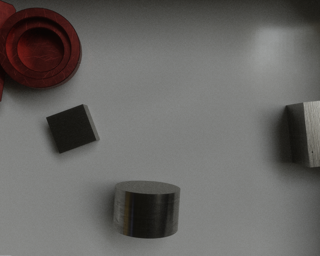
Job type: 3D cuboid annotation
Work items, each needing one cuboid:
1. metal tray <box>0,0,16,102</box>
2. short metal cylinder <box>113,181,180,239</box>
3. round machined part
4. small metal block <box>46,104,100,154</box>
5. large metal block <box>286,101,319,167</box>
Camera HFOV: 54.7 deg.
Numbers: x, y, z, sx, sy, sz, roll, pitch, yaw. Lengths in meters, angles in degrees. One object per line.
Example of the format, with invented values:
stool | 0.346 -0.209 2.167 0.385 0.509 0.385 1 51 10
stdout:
metal tray | -0.237 -0.100 0.378 0.091 0.030 0.129 9 90 -45
short metal cylinder | -0.016 0.098 0.384 0.081 0.080 0.050 4 90 -1
round machined part | -0.150 -0.098 0.397 0.099 0.042 0.097 0 92 -8
small metal block | -0.114 0.001 0.410 0.050 0.025 0.050 -20 90 -1
large metal block | 0.218 0.004 0.402 0.081 0.050 0.079 -6 90 -1
